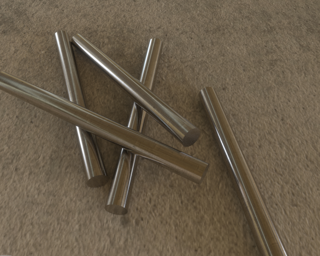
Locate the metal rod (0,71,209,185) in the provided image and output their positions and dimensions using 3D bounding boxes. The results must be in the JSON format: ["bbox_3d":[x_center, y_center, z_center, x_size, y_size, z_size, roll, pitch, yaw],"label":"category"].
[{"bbox_3d":[-0.084,-0.008,0.374,0.301,0.025,0.025,24,54,18],"label":"metal rod"}]

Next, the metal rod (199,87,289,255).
[{"bbox_3d":[0.096,0.063,0.351,0.025,0.025,0.300,-8,51,-7],"label":"metal rod"}]

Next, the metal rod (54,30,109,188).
[{"bbox_3d":[-0.119,-0.048,0.441,0.025,0.025,0.299,-15,52,-12],"label":"metal rod"}]

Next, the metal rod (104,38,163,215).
[{"bbox_3d":[-0.027,-0.027,0.425,0.025,0.025,0.300,6,50,5],"label":"metal rod"}]

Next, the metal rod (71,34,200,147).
[{"bbox_3d":[-0.052,-0.069,0.433,0.025,0.025,0.300,-29,48,-22],"label":"metal rod"}]
